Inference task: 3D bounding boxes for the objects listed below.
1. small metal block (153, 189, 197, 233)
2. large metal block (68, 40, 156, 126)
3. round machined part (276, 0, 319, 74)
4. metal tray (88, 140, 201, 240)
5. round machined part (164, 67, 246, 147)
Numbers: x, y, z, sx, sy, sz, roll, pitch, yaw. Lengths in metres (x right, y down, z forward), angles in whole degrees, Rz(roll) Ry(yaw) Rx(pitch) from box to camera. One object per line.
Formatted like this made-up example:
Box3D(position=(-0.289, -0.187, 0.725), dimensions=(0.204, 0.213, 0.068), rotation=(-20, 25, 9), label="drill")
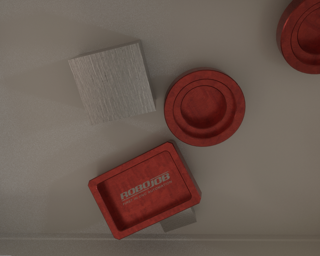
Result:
Box3D(position=(0.021, 0.119, 0.456), dimensions=(0.050, 0.025, 0.050), rotation=(-21, 109, 7), label="small metal block")
Box3D(position=(-0.053, -0.056, 0.377), dimensions=(0.080, 0.050, 0.079), rotation=(-13, 110, 4), label="large metal block")
Box3D(position=(0.183, -0.115, 0.354), dimensions=(0.099, 0.042, 0.097), rotation=(1, 127, 2), label="round machined part")
Box3D(position=(-0.020, 0.084, 0.423), dimensions=(0.130, 0.030, 0.090), rotation=(-27, 88, 9), label="metal tray")
Box3D(position=(0.054, -0.029, 0.392), dimensions=(0.099, 0.042, 0.097), rotation=(0, 110, -1), label="round machined part")
